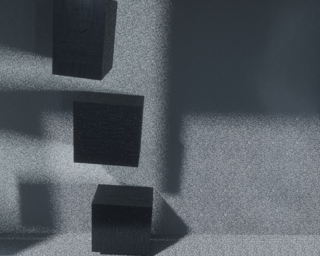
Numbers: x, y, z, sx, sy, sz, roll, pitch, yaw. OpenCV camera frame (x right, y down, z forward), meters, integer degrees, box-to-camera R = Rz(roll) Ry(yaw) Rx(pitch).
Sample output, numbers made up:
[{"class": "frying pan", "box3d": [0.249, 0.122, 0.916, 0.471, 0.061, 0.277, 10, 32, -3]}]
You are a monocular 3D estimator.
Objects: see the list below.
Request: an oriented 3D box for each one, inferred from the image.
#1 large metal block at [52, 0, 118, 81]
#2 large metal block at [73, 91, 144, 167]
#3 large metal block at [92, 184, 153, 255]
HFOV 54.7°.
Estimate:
[{"class": "large metal block", "box3d": [-0.080, -0.103, 0.343, 0.050, 0.080, 0.079, 7, 110, -3]}, {"class": "large metal block", "box3d": [-0.064, 0.000, 0.397, 0.081, 0.050, 0.079, 5, 110, -2]}, {"class": "large metal block", "box3d": [-0.053, 0.131, 0.446, 0.081, 0.050, 0.079, 4, 110, -2]}]
